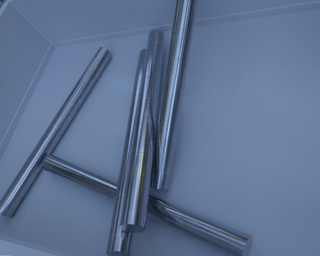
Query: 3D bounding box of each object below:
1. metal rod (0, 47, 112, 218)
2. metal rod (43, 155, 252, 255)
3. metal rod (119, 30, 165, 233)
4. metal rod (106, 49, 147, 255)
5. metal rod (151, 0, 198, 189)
[{"bbox_3d":[-0.160,-0.004,0.489,0.025,0.025,0.300,16,70,34],"label":"metal rod"},{"bbox_3d":[-0.040,0.083,0.374,0.300,0.025,0.025,14,69,33],"label":"metal rod"},{"bbox_3d":[-0.016,-0.022,0.388,0.025,0.025,0.300,-12,50,21],"label":"metal rod"},{"bbox_3d":[-0.031,0.005,0.395,0.025,0.025,0.300,-12,50,21],"label":"metal rod"},{"bbox_3d":[0.021,-0.078,0.365,0.025,0.025,0.298,9,90,31],"label":"metal rod"}]
